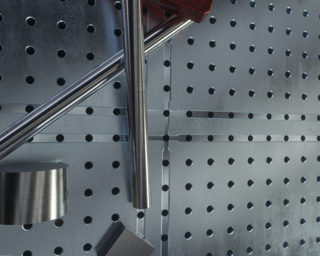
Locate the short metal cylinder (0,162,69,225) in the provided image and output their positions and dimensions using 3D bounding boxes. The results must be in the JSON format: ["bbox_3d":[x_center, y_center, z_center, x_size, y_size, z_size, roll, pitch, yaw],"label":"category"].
[{"bbox_3d":[-0.140,0.066,0.332,0.081,0.080,0.050,0,90,-20],"label":"short metal cylinder"}]

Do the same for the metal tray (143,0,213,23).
[{"bbox_3d":[0.011,-0.201,0.397,0.131,0.030,0.090,19,83,-6],"label":"metal tray"}]

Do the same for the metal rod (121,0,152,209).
[{"bbox_3d":[-0.029,-0.046,0.381,0.025,0.025,0.298,-6,100,-20],"label":"metal rod"}]

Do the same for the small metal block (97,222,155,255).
[{"bbox_3d":[-0.043,0.159,0.398,0.050,0.025,0.050,41,77,-16],"label":"small metal block"}]

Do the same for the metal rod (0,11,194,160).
[{"bbox_3d":[-0.073,-0.065,0.386,0.301,0.025,0.025,-39,103,-16],"label":"metal rod"}]
